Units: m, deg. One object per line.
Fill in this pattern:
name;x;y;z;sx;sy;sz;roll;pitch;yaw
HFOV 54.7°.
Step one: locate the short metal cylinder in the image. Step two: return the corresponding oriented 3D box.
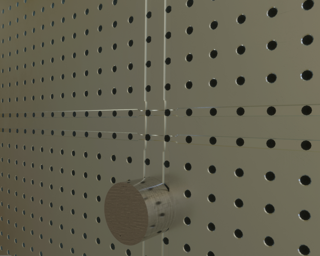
short metal cylinder;-0.029;0.109;0.415;0.080;0.050;0.079;0;90;39
